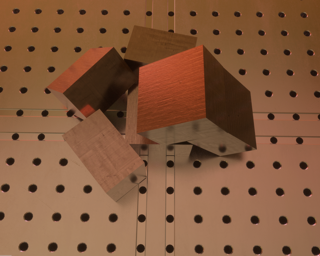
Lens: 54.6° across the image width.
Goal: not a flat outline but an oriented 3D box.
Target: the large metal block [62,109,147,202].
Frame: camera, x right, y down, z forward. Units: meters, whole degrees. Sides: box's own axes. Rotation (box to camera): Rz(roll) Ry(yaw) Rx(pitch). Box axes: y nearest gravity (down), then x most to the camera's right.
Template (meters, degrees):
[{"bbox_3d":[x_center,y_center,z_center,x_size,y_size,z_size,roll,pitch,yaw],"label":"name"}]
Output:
[{"bbox_3d":[-0.062,0.036,0.368,0.050,0.080,0.080,-38,75,-13],"label":"large metal block"}]

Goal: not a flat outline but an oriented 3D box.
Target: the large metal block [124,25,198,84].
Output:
[{"bbox_3d":[0.002,-0.084,0.414,0.080,0.080,0.050,12,71,5],"label":"large metal block"}]

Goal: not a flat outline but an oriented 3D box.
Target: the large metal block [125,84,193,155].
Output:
[{"bbox_3d":[-0.001,-0.010,0.402,0.080,0.050,0.080,1,70,0],"label":"large metal block"}]

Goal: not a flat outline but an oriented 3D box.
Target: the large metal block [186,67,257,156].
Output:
[{"bbox_3d":[0.075,-0.016,0.380,0.050,0.080,0.080,-15,65,35],"label":"large metal block"}]

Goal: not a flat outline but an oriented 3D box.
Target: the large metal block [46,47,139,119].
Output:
[{"bbox_3d":[-0.088,-0.057,0.396,0.080,0.080,0.050,-47,121,-15],"label":"large metal block"}]

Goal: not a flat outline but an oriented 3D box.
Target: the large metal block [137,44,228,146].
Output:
[{"bbox_3d":[0.023,-0.032,0.337,0.080,0.050,0.080,-13,65,32],"label":"large metal block"}]
